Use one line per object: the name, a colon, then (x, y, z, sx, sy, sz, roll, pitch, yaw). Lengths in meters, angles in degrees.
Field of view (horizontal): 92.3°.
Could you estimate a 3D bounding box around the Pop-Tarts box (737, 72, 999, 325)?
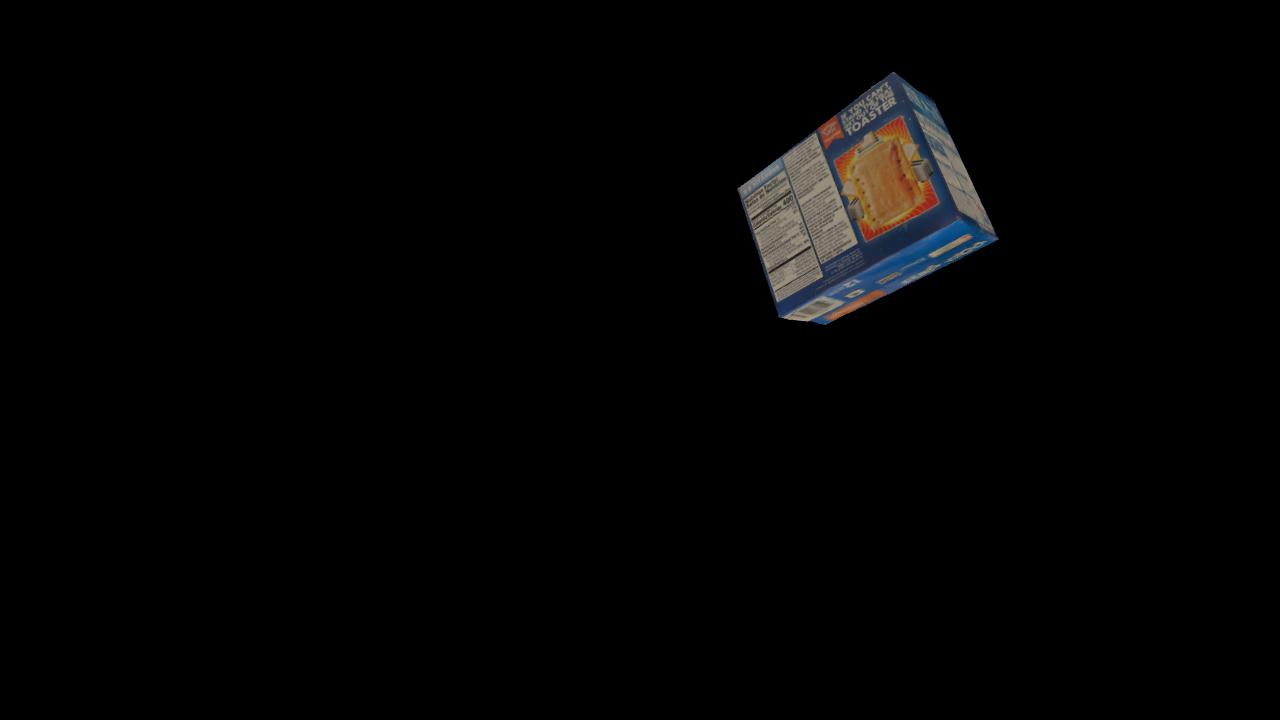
Pop-Tarts box: (0.190, -0.130, 0.540, 0.083, 0.141, 0.167, 5, -26, -43)
